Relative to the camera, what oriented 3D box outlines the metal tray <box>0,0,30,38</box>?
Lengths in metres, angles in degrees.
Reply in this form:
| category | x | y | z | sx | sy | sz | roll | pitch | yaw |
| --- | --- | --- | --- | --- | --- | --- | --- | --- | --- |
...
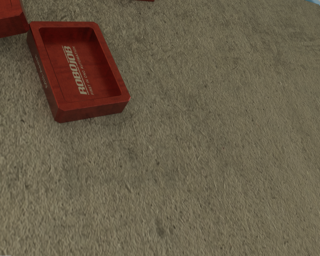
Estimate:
| category | x | y | z | sx | sy | sz | roll | pitch | yaw |
| --- | --- | --- | --- | --- | --- | --- | --- | --- | --- |
| metal tray | -0.216 | -0.162 | 0.364 | 0.091 | 0.030 | 0.130 | -17 | 70 | -14 |

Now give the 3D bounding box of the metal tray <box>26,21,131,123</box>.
| category | x | y | z | sx | sy | sz | roll | pitch | yaw |
| --- | --- | --- | --- | --- | --- | --- | --- | --- | --- |
| metal tray | -0.103 | -0.075 | 0.390 | 0.091 | 0.030 | 0.130 | -13 | 68 | -33 |
